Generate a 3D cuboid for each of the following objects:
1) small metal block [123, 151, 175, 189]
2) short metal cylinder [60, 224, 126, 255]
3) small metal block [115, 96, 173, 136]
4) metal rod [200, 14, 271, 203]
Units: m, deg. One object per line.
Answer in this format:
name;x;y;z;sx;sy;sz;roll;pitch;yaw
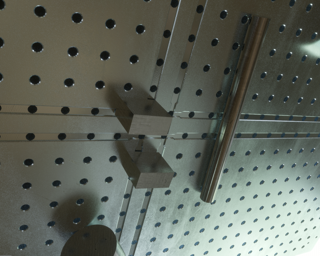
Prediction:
small metal block;-0.016;0.056;0.421;0.050;0.050;0.025;5;116;-31
short metal cylinder;-0.093;0.186;0.440;0.080;0.080;0.050;-25;128;-13
small metal block;-0.021;-0.015;0.374;0.050;0.050;0.025;3;117;-30
metal rod;0.104;-0.011;0.460;0.025;0.025;0.298;-4;120;-26
